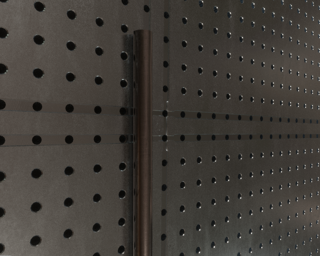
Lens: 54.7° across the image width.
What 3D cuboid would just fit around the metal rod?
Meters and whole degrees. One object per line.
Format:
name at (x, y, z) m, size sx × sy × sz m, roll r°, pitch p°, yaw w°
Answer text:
metal rod at (-0.022, 0.028, 0.392) m, size 0.025 × 0.025 × 0.298 m, roll 0°, pitch 90°, yaw -40°
